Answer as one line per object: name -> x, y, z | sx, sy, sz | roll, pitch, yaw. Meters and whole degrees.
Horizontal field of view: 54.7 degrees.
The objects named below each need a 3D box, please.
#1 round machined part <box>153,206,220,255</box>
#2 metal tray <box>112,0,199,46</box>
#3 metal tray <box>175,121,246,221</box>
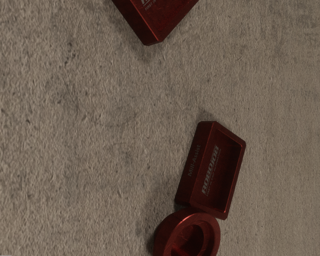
round machined part -> 0.031, 0.152, 0.415 | 0.099, 0.042, 0.097 | -8, 104, -33
metal tray -> 0.001, -0.182, 0.403 | 0.090, 0.030, 0.130 | 51, 60, -28
metal tray -> 0.081, 0.065, 0.471 | 0.090, 0.030, 0.130 | 30, 71, -36
